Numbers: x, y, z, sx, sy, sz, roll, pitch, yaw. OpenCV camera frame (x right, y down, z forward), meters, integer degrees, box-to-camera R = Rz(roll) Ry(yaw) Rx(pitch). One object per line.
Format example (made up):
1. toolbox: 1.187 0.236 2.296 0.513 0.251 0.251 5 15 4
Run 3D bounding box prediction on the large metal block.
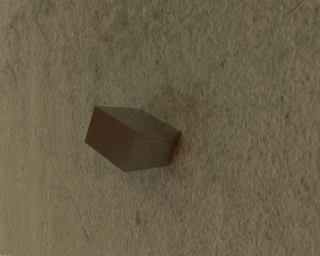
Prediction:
1. large metal block: -0.034 0.011 0.395 0.080 0.081 0.050 30 109 35
